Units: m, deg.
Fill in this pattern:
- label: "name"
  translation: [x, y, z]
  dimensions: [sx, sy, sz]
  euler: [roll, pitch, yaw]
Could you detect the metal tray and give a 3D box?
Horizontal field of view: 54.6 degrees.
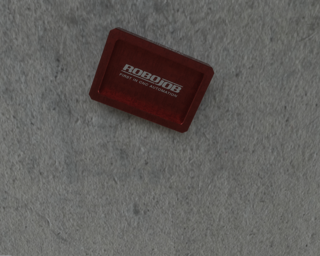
- label: "metal tray"
  translation: [-0.011, -0.058, 0.385]
  dimensions: [0.131, 0.030, 0.089]
  euler: [21, 109, -8]
